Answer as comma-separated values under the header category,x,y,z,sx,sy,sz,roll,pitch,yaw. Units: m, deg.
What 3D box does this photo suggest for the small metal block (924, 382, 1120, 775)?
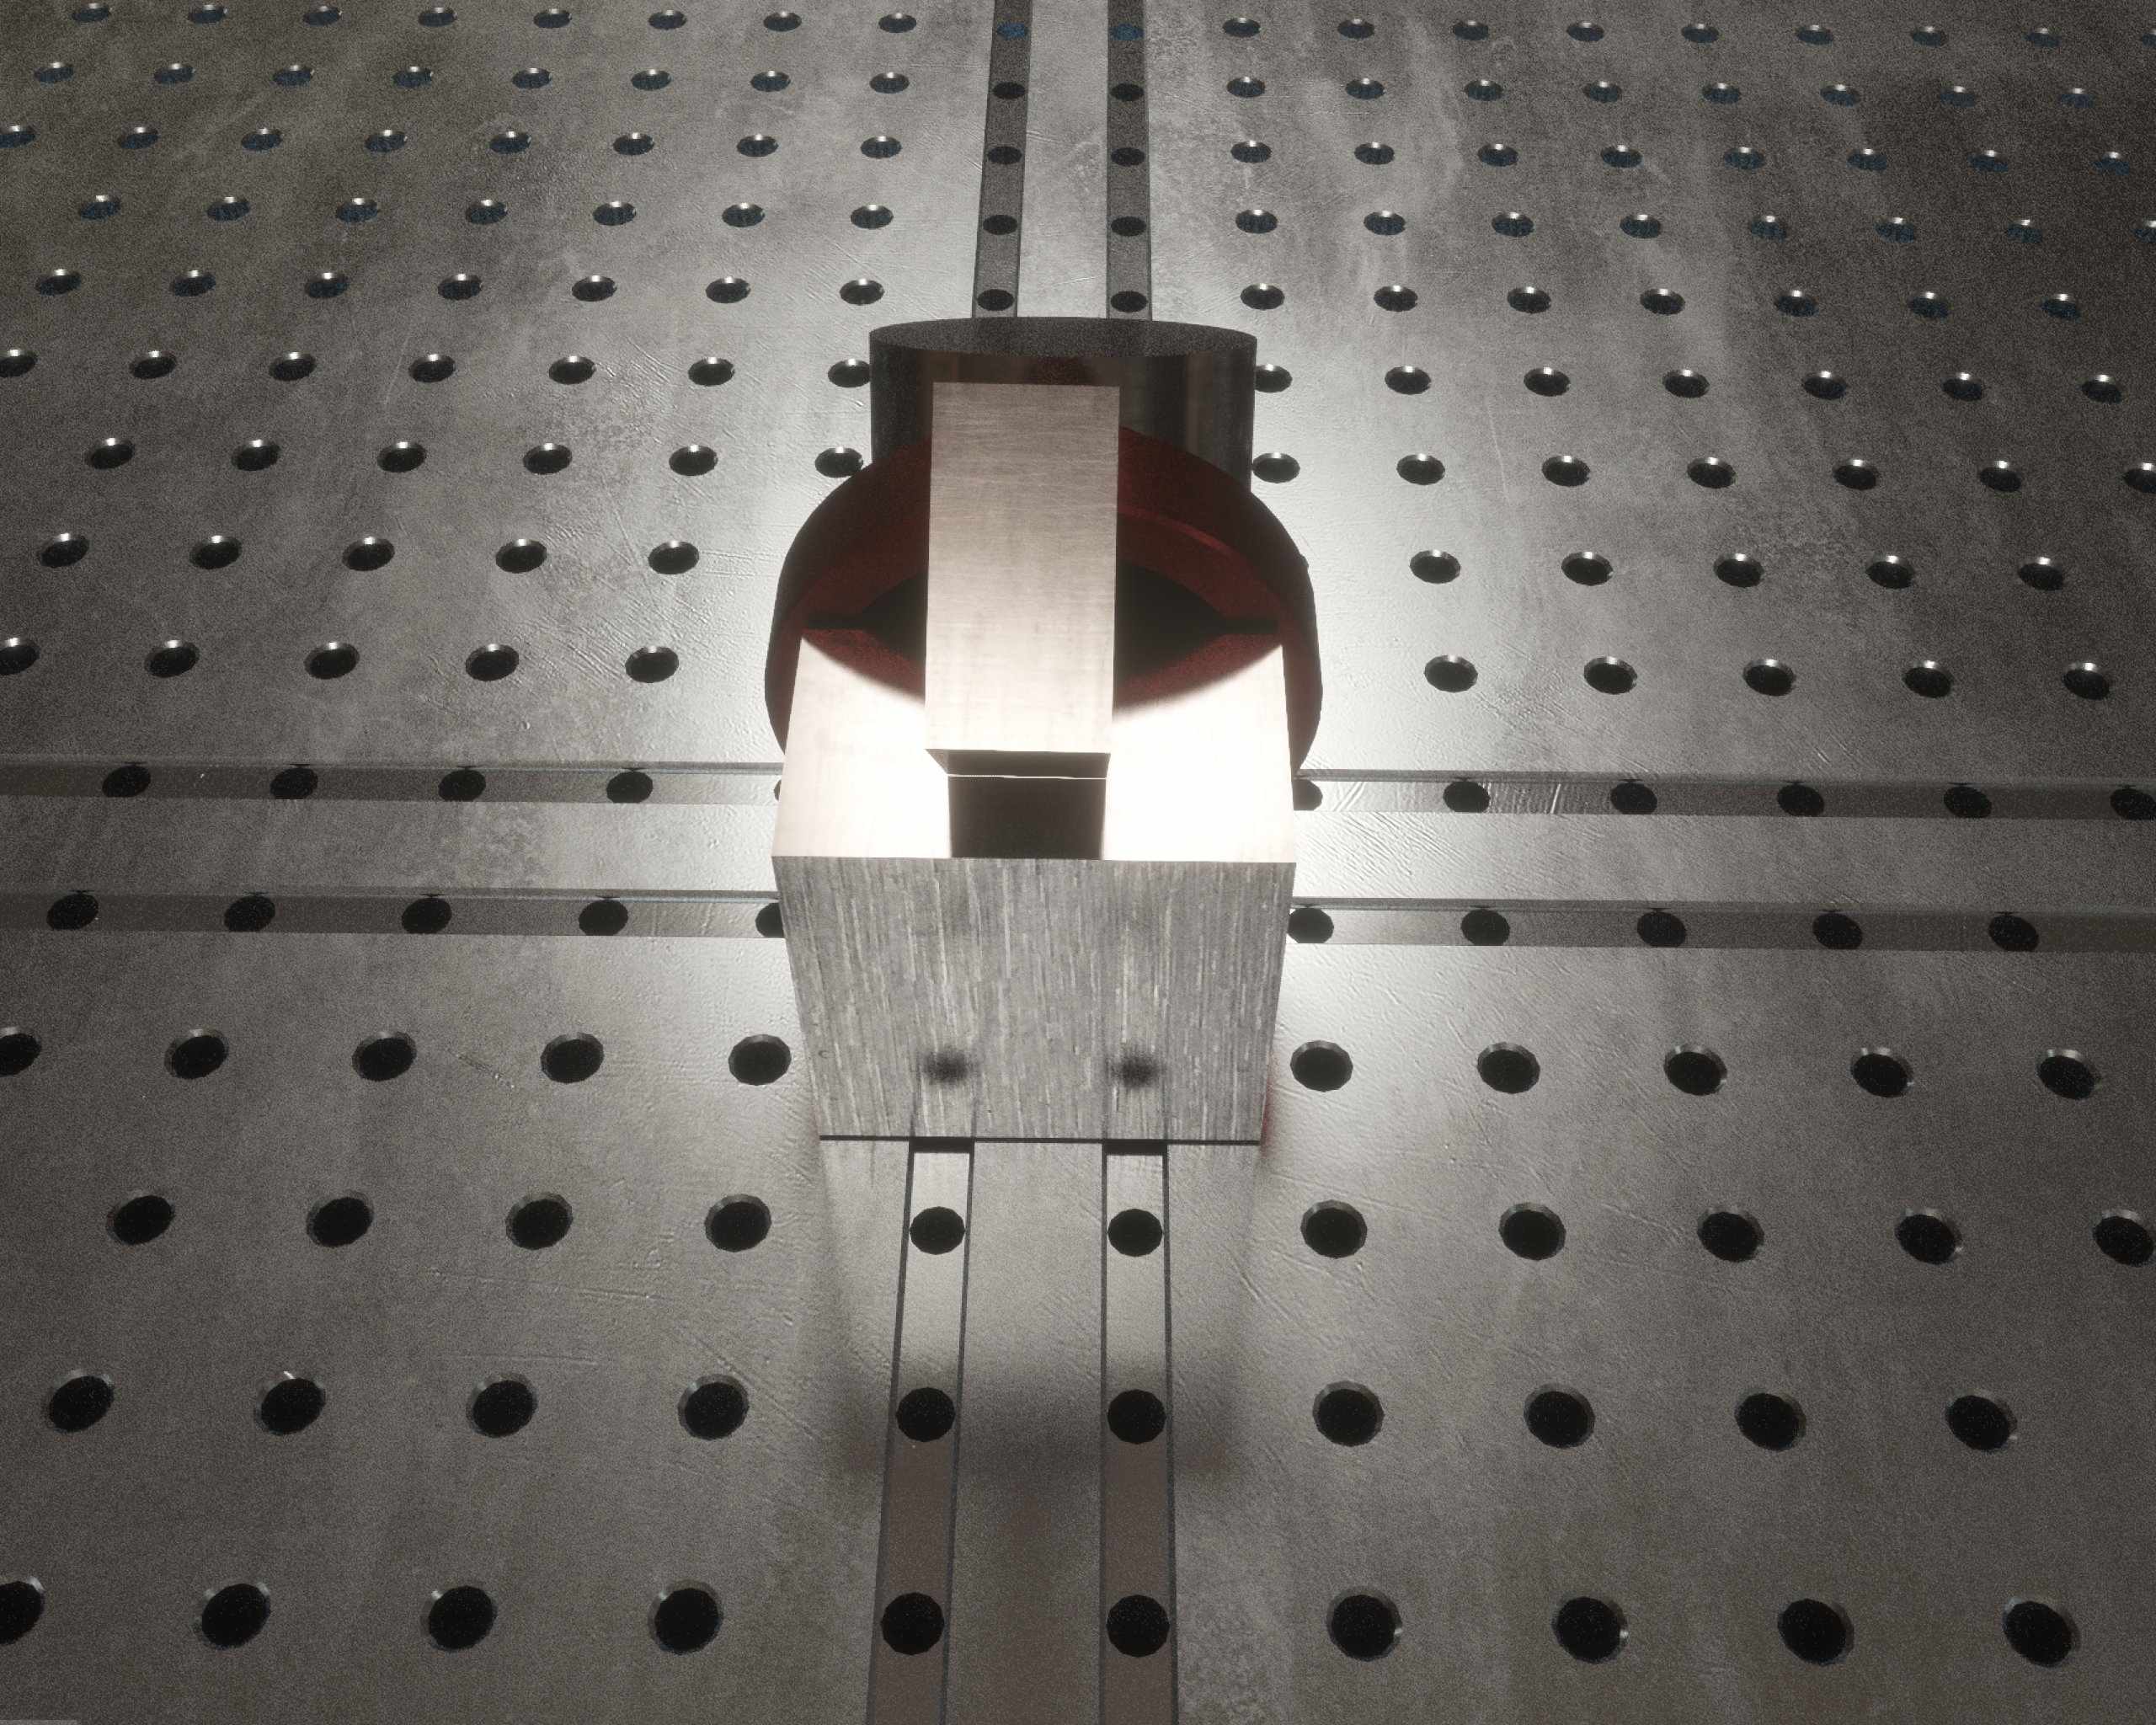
category,x,y,z,sx,sy,sz,roll,pitch,yaw
small metal block,-0.007,-0.039,0.306,0.025,0.050,0.050,1,88,0

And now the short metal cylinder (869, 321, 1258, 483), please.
category,x,y,z,sx,sy,sz,roll,pitch,yaw
short metal cylinder,-0.003,-0.086,0.442,0.081,0.050,0.080,1,20,0

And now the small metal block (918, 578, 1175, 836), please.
category,x,y,z,sx,sy,sz,roll,pitch,yaw
small metal block,-0.006,-0.033,0.434,0.050,0.025,0.050,1,50,0

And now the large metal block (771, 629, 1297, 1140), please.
category,x,y,z,sx,sy,sz,roll,pitch,yaw
large metal block,-0.007,0.006,0.366,0.081,0.080,0.050,1,50,0

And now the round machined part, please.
category,x,y,z,sx,sy,sz,roll,pitch,yaw
round machined part,-0.006,-0.043,0.383,0.099,0.097,0.042,1,50,0
